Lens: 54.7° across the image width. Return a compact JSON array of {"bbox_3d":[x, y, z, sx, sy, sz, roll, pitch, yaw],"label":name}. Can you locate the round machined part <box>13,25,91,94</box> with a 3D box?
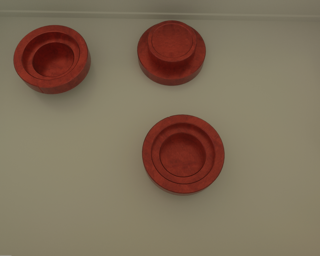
[{"bbox_3d":[-0.146,-0.090,0.432,0.099,0.042,0.098,0,70,-1],"label":"round machined part"}]

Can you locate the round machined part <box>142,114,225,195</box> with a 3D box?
[{"bbox_3d":[0.028,0.036,0.388,0.099,0.042,0.098,0,70,-1],"label":"round machined part"}]

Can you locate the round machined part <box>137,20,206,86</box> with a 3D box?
[{"bbox_3d":[0.017,-0.113,0.442,0.099,0.042,0.098,0,70,-1],"label":"round machined part"}]
